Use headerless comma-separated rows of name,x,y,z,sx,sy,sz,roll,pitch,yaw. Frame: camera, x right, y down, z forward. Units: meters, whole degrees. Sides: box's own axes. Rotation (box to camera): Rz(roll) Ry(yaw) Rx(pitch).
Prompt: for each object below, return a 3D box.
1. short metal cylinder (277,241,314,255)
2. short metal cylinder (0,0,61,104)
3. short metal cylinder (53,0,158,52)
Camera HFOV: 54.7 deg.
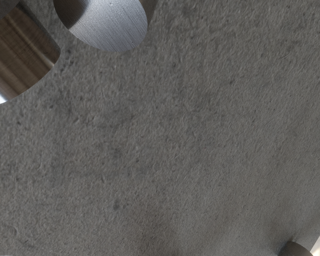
short metal cylinder,0.336,0.328,0.763,0.081,0.080,0.050,13,111,-34
short metal cylinder,-0.133,-0.065,0.259,0.080,0.080,0.050,-36,130,-5
short metal cylinder,-0.044,-0.114,0.270,0.080,0.080,0.050,43,50,-40
